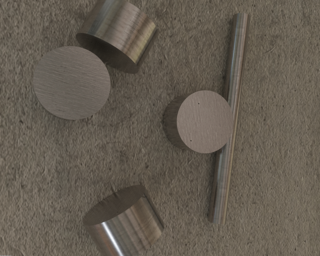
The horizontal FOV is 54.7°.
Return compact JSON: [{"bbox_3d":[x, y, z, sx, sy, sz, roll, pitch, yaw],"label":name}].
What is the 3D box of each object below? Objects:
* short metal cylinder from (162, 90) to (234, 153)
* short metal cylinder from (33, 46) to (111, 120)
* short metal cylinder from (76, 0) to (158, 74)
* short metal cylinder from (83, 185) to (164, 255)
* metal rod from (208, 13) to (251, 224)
[{"bbox_3d":[0.050,-0.008,0.414,0.081,0.050,0.079,0,90,-20],"label":"short metal cylinder"},{"bbox_3d":[-0.102,-0.049,0.358,0.081,0.050,0.079,0,90,-20],"label":"short metal cylinder"},{"bbox_3d":[-0.049,-0.106,0.361,0.080,0.080,0.050,30,80,-18],"label":"short metal cylinder"},{"bbox_3d":[-0.042,0.110,0.364,0.080,0.080,0.050,-29,100,-18],"label":"short metal cylinder"},{"bbox_3d":[0.100,-0.015,0.445,0.025,0.025,0.298,9,87,-20],"label":"metal rod"}]
